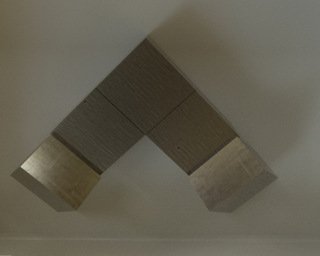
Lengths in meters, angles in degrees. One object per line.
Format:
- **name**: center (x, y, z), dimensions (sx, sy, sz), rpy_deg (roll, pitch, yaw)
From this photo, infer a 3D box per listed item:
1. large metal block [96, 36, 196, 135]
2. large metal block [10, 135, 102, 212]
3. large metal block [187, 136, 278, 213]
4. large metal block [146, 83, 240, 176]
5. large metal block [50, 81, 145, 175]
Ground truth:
- **large metal block**: center (-0.016, -0.053, 0.376), dimensions (0.080, 0.050, 0.080), rpy_deg (-42, 105, 14)
- **large metal block**: center (-0.134, 0.061, 0.394), dimensions (0.080, 0.050, 0.080), rpy_deg (44, 147, -15)
- **large metal block**: center (0.095, 0.064, 0.398), dimensions (0.080, 0.050, 0.080), rpy_deg (-42, 148, 14)
- **large metal block**: center (0.040, 0.001, 0.397), dimensions (0.080, 0.050, 0.080), rpy_deg (-42, 105, 14)
- **large metal block**: center (-0.075, -0.001, 0.395), dimensions (0.080, 0.050, 0.080), rpy_deg (-42, 105, 14)
